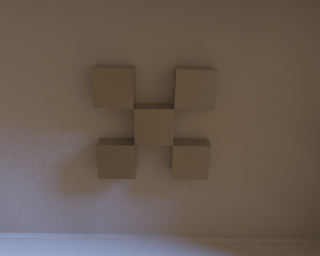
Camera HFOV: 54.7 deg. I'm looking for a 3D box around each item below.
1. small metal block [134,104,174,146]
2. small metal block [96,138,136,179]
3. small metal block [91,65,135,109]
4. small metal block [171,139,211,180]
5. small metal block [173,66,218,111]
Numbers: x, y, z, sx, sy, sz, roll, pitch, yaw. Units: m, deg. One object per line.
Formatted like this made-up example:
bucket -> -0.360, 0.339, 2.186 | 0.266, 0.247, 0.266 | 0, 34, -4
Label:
small metal block -> -0.008, -0.005, 0.407 | 0.050, 0.025, 0.050 | 0, 110, -1
small metal block -> -0.058, 0.042, 0.424 | 0.050, 0.025, 0.050 | 1, 110, -1
small metal block -> -0.057, -0.052, 0.389 | 0.050, 0.025, 0.050 | 1, 110, -1
small metal block -> 0.041, 0.043, 0.425 | 0.050, 0.025, 0.050 | 1, 110, -1
small metal block -> 0.044, -0.050, 0.390 | 0.050, 0.025, 0.050 | 2, 110, -1
